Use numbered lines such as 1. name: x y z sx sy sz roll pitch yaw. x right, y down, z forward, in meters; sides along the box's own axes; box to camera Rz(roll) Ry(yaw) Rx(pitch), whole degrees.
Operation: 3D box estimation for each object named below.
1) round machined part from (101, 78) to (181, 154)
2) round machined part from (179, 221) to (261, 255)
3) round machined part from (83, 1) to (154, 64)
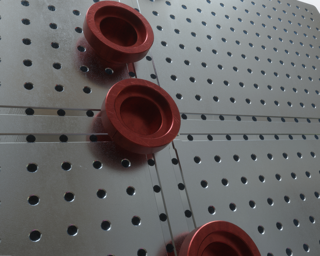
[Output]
1. round machined part: -0.027 -0.011 0.391 0.099 0.042 0.098 14 56 -21
2. round machined part: 0.062 0.155 0.338 0.099 0.042 0.098 14 56 -21
3. round machined part: -0.062 -0.132 0.446 0.099 0.042 0.098 14 56 -21
